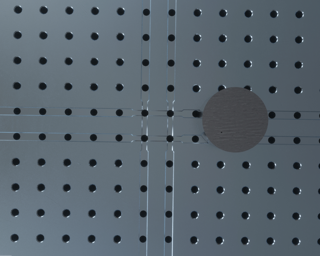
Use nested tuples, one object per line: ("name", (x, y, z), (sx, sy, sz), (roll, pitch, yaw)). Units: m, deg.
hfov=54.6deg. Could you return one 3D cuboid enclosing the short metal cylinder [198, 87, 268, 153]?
("short metal cylinder", (0.092, -0.010, 0.401), (0.080, 0.050, 0.080), (0, 90, 0))
